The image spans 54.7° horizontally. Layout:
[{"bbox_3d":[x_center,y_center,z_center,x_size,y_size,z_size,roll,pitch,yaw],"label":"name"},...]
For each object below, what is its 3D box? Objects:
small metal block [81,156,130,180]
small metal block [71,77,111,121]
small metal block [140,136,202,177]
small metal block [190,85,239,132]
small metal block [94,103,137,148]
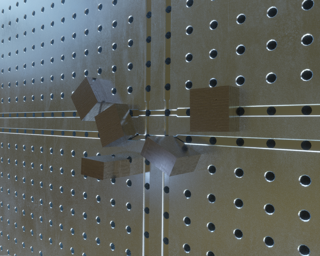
[{"bbox_3d":[-0.080,0.057,0.457,0.050,0.050,0.025,5,93,39],"label":"small metal block"},{"bbox_3d":[-0.113,-0.046,0.500,0.050,0.025,0.050,-42,65,31],"label":"small metal block"},{"bbox_3d":[0.014,0.033,0.380,0.050,0.050,0.025,33,111,34],"label":"small metal block"},{"bbox_3d":[0.062,-0.021,0.357,0.050,0.025,0.050,0,90,39],"label":"small metal block"},{"bbox_3d":[-0.067,-0.003,0.462,0.050,0.025,0.050,-28,73,36],"label":"small metal block"}]
